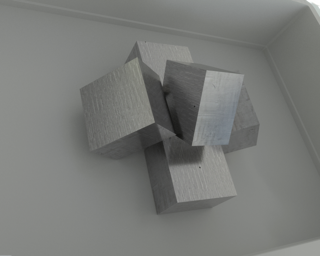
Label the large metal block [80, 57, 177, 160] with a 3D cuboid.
[{"bbox_3d":[-0.037,-0.019,0.350,0.050,0.080,0.080,30,40,-58],"label":"large metal block"}]

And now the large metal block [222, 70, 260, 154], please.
[{"bbox_3d":[0.095,-0.018,0.422,0.050,0.080,0.080,-16,65,7],"label":"large metal block"}]

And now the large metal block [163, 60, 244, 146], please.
[{"bbox_3d":[0.043,-0.031,0.359,0.050,0.079,0.080,0,18,-30],"label":"large metal block"}]

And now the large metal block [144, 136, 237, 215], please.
[{"bbox_3d":[0.035,0.054,0.374,0.081,0.050,0.080,1,62,-28],"label":"large metal block"}]

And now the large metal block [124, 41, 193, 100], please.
[{"bbox_3d":[0.004,-0.069,0.429,0.081,0.050,0.080,-2,63,-29],"label":"large metal block"}]
